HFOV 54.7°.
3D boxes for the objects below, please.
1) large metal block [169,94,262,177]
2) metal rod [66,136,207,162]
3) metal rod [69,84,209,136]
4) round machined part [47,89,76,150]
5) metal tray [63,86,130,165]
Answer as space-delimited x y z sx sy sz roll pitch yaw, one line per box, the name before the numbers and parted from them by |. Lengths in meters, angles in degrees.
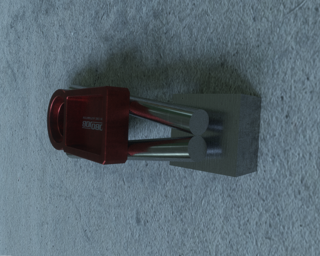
large metal block | 0.059 0.004 0.338 0.080 0.050 0.079 5 93 39
metal rod | -0.056 0.029 0.409 0.299 0.025 0.025 -6 86 52
metal rod | -0.053 -0.033 0.406 0.300 0.025 0.025 18 101 51
round machined part | -0.146 -0.013 0.505 0.098 0.042 0.097 -1 89 50
metal tray | -0.088 -0.006 0.406 0.130 0.030 0.089 5 93 52
